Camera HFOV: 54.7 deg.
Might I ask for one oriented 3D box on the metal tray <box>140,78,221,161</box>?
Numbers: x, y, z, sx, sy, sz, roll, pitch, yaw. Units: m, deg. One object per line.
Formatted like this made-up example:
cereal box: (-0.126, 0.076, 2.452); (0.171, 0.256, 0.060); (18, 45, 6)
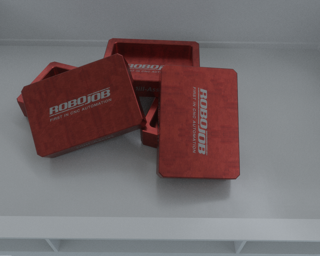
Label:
metal tray: (0.038, -0.024, 0.420); (0.090, 0.030, 0.130); (15, 51, 12)

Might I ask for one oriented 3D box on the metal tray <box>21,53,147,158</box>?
metal tray: (-0.092, -0.025, 0.376); (0.131, 0.030, 0.090); (-19, 81, 4)

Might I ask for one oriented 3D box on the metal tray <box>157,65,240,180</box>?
metal tray: (0.044, -0.006, 0.363); (0.091, 0.030, 0.129); (3, 78, -6)

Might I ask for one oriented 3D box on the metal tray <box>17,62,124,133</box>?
metal tray: (-0.115, -0.042, 0.432); (0.131, 0.030, 0.090); (15, 52, 12)

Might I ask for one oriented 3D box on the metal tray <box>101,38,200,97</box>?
metal tray: (-0.011, -0.085, 0.431); (0.131, 0.030, 0.090); (3, 50, 2)
